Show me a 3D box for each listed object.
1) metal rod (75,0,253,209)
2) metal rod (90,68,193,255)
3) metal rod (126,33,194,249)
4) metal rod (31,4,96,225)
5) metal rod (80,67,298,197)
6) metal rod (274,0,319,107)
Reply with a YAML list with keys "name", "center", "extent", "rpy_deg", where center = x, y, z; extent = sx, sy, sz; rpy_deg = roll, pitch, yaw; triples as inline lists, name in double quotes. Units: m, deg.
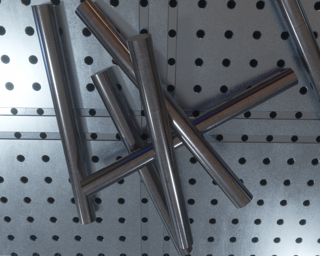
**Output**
- name: "metal rod"
  center: [0.007, -0.026, 0.369]
  extent: [0.025, 0.025, 0.300]
  rpy_deg: [-39, 93, 13]
- name: "metal rod"
  center: [-0.018, 0.060, 0.435]
  extent: [0.025, 0.025, 0.299]
  rpy_deg: [-21, 109, 7]
- name: "metal rod"
  center: [0.008, 0.038, 0.377]
  extent: [0.025, 0.025, 0.298]
  rpy_deg: [-11, 119, 4]
- name: "metal rod"
  center: [-0.122, -0.003, 0.411]
  extent: [0.025, 0.025, 0.298]
  rpy_deg: [-5, 110, 2]
- name: "metal rod"
  center: [0.035, 0.007, 0.397]
  extent: [0.301, 0.025, 0.025]
  rpy_deg: [-29, 108, 2]
- name: "metal rod"
  center: [0.174, -0.105, 0.375]
  extent: [0.025, 0.025, 0.299]
  rpy_deg: [-29, 108, 10]
